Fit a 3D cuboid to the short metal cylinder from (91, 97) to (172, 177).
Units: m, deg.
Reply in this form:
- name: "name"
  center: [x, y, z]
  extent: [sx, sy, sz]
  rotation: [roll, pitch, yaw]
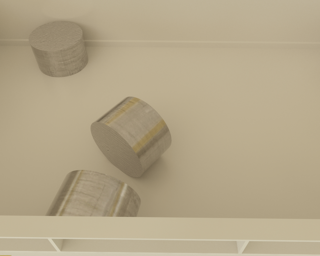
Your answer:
- name: "short metal cylinder"
  center: [-0.034, 0.011, 0.360]
  extent: [0.080, 0.080, 0.050]
  rotation: [32, 57, 24]

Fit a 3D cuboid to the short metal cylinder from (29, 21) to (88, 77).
- name: "short metal cylinder"
  center: [-0.160, -0.126, 0.494]
  extent: [0.080, 0.050, 0.080]
  rotation: [0, 50, 0]

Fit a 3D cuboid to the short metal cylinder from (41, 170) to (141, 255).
- name: "short metal cylinder"
  center: [-0.064, 0.084, 0.298]
  extent: [0.080, 0.080, 0.050]
  rotation: [11, 51, 9]
